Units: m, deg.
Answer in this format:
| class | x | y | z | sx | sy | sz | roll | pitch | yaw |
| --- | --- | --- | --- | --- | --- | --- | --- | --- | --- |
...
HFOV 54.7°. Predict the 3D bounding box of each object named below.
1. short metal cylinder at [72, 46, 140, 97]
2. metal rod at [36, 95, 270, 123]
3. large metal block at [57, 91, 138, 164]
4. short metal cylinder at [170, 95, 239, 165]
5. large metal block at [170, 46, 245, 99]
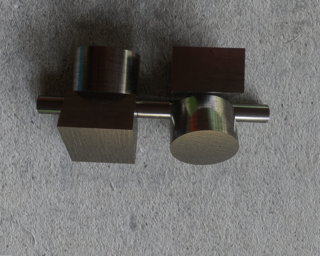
| class | x | y | z | sx | sy | sz | roll | pitch | yaw |
| --- | --- | --- | --- | --- | --- | --- | --- | --- | --- |
| short metal cylinder | -0.066 | -0.066 | 0.383 | 0.080 | 0.080 | 0.050 | 3 | 90 | 0 |
| metal rod | -0.008 | -0.025 | 0.413 | 0.302 | 0.025 | 0.025 | 2 | 90 | -1 |
| large metal block | -0.070 | 0.002 | 0.377 | 0.081 | 0.080 | 0.050 | 3 | 56 | -1 |
| short metal cylinder | 0.053 | 0.004 | 0.378 | 0.081 | 0.080 | 0.050 | 2 | 55 | 0 |
| large metal block | 0.054 | -0.065 | 0.384 | 0.081 | 0.080 | 0.050 | 1 | 90 | 0 |
